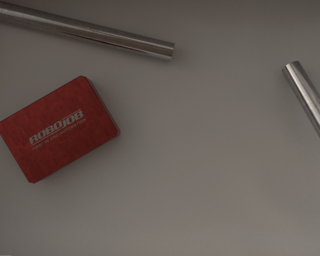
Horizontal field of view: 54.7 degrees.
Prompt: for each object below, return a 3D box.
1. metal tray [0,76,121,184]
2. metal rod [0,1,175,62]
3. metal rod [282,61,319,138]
[{"bbox_3d":[-0.131,0.002,0.407,0.130,0.030,0.090,-30,90,-1],"label":"metal tray"},{"bbox_3d":[-0.130,-0.135,0.409,0.302,0.025,0.025,13,90,-1],"label":"metal rod"},{"bbox_3d":[0.221,0.048,0.357,0.025,0.025,0.299,-19,67,0],"label":"metal rod"}]
